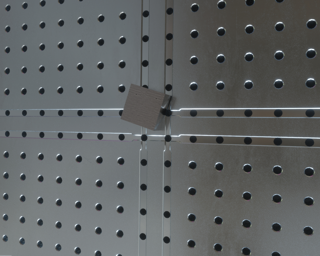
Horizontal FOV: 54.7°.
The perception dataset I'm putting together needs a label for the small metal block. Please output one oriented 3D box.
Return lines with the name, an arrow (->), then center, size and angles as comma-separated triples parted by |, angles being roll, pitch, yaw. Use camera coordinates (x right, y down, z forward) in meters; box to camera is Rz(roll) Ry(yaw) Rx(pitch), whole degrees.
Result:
small metal block -> -0.019, -0.028, 0.418 | 0.050, 0.025, 0.050 | 19, 96, 18
